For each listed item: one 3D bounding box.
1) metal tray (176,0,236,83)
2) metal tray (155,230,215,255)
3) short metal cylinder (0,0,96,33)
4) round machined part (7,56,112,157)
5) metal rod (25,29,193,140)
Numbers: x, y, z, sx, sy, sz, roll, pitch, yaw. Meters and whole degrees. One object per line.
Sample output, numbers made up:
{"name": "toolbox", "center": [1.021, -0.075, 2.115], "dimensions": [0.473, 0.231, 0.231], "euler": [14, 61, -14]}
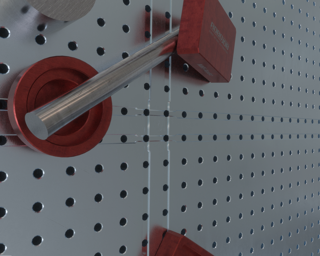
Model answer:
{"name": "metal tray", "center": [0.070, -0.125, 0.437], "dimensions": [0.131, 0.030, 0.090], "euler": [19, 77, -59]}
{"name": "metal tray", "center": [0.019, 0.220, 0.422], "dimensions": [0.090, 0.030, 0.130], "euler": [43, 64, -32]}
{"name": "short metal cylinder", "center": [-0.109, -0.138, 0.301], "dimensions": [0.081, 0.050, 0.079], "euler": [0, 90, -40]}
{"name": "round machined part", "center": [-0.101, -0.021, 0.313], "dimensions": [0.099, 0.042, 0.097], "euler": [0, 90, -40]}
{"name": "metal rod", "center": [-0.021, -0.075, 0.352], "dimensions": [0.302, 0.025, 0.025], "euler": [-44, 117, -45]}
